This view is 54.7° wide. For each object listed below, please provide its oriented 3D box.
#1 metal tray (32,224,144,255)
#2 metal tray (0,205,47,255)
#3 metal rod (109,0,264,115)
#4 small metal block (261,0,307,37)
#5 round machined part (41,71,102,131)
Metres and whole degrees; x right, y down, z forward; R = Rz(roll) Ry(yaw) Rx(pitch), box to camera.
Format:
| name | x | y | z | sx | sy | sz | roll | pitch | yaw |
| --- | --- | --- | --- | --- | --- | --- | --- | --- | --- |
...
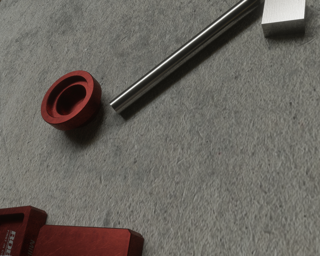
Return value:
| name | x | y | z | sx | sy | sz | roll | pitch | yaw |
| --- | --- | --- | --- | --- | --- | --- | --- | --- | --- |
| metal tray | -0.088 | 0.160 | 0.347 | 0.130 | 0.030 | 0.090 | -6 | 59 | 24 |
| metal tray | -0.204 | 0.171 | 0.400 | 0.090 | 0.030 | 0.130 | -11 | 57 | 22 |
| metal rod | 0.053 | -0.120 | 0.448 | 0.300 | 0.025 | 0.025 | -37 | 51 | 2 |
| small metal block | 0.165 | -0.150 | 0.409 | 0.050 | 0.025 | 0.050 | 2 | 62 | 28 |
| round machined part | -0.132 | -0.038 | 0.484 | 0.098 | 0.042 | 0.098 | -13 | 56 | 20 |
